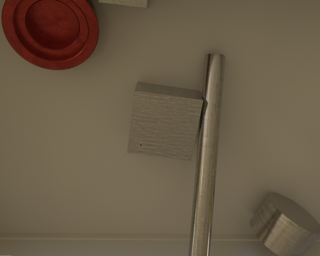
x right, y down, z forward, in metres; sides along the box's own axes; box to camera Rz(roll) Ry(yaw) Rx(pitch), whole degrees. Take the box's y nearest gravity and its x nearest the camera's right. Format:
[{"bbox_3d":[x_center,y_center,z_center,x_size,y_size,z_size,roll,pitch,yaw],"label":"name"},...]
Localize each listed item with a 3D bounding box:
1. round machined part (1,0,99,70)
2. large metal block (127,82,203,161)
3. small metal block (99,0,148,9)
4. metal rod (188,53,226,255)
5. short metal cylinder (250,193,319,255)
[{"bbox_3d":[-0.119,-0.118,0.347,0.099,0.042,0.097,-5,127,-7],"label":"round machined part"},{"bbox_3d":[0.005,-0.009,0.395,0.081,0.050,0.079,8,110,-4],"label":"large metal block"},{"bbox_3d":[-0.038,-0.149,0.343,0.050,0.050,0.025,6,110,-3],"label":"small metal block"},{"bbox_3d":[0.055,0.060,0.373,0.025,0.025,0.298,5,87,-3],"label":"metal rod"},{"bbox_3d":[0.175,0.137,0.435,0.080,0.080,0.050,26,108,-10],"label":"short metal cylinder"}]
